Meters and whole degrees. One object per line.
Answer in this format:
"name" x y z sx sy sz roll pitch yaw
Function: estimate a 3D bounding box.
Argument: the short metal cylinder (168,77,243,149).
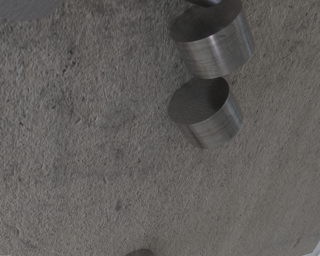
"short metal cylinder" 0.057 -0.021 0.389 0.080 0.080 0.050 -40 129 -1

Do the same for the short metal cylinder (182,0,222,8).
"short metal cylinder" 0.034 -0.161 0.290 0.050 0.080 0.079 5 116 -31

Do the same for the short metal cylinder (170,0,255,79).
"short metal cylinder" 0.058 -0.100 0.341 0.080 0.080 0.050 -37 129 -3

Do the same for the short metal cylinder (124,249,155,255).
"short metal cylinder" -0.036 0.256 0.529 0.081 0.050 0.079 -14 124 -21

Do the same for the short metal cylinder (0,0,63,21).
"short metal cylinder" -0.116 -0.131 0.246 0.081 0.050 0.079 -14 124 -21
